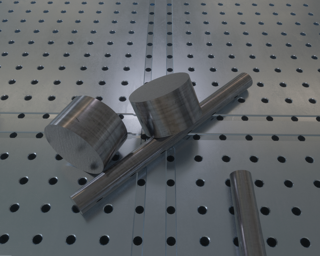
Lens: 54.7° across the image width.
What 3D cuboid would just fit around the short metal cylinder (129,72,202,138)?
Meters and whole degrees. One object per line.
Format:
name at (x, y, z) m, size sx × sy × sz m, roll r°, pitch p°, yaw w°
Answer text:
short metal cylinder at (0.007, -0.030, 0.394) m, size 0.080 × 0.050 × 0.080 m, roll -19°, pitch 24°, yaw 9°

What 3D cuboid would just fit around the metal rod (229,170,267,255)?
metal rod at (0.090, 0.170, 0.264) m, size 0.025 × 0.025 × 0.300 m, roll 1°, pitch 50°, yaw 1°

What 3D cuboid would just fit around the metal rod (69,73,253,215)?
metal rod at (0.019, 0.006, 0.402) m, size 0.302 × 0.025 × 0.025 m, roll -35°, pitch 59°, yaw -26°

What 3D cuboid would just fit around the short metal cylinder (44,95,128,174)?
short metal cylinder at (-0.086, 0.009, 0.364) m, size 0.080 × 0.080 × 0.050 m, roll 22°, pitch 53°, yaw 17°
